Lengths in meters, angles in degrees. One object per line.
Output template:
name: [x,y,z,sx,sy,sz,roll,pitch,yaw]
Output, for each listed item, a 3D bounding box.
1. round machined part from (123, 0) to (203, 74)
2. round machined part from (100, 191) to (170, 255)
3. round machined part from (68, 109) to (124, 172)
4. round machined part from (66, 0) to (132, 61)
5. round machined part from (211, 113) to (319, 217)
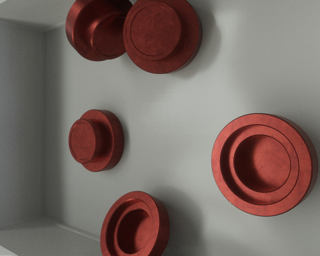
round machined part: [-0.001,-0.115,0.374,0.098,0.042,0.097,3,101,19]
round machined part: [-0.027,0.135,0.400,0.098,0.042,0.098,-22,50,29]
round machined part: [-0.104,0.019,0.479,0.098,0.042,0.097,0,90,39]
round machined part: [-0.071,-0.132,0.416,0.042,0.099,0.097,46,117,30]
round machined part: [0.105,0.035,0.309,0.098,0.042,0.097,0,90,39]
